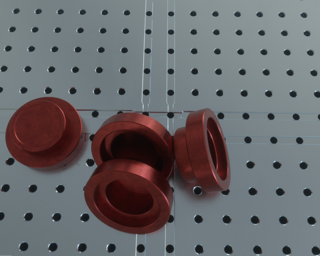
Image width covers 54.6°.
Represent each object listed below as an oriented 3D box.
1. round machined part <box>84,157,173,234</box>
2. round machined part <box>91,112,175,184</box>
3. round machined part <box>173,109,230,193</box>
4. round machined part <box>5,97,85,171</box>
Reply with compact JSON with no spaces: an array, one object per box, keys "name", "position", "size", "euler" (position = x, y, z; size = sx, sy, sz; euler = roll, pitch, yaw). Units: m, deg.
[{"name":"round machined part","position":[-0.033,0.073,0.357],"size":[0.098,0.097,0.042],"euler":[14,35,5]},{"name":"round machined part","position":[-0.028,0.023,0.375],"size":[0.098,0.097,0.042],"euler":[15,34,5]},{"name":"round machined part","position":[0.049,0.029,0.369],"size":[0.042,0.098,0.098],"euler":[-14,68,23]},{"name":"round machined part","position":[-0.151,0.003,0.401],"size":[0.099,0.042,0.098],"euler":[0,70,0]}]
